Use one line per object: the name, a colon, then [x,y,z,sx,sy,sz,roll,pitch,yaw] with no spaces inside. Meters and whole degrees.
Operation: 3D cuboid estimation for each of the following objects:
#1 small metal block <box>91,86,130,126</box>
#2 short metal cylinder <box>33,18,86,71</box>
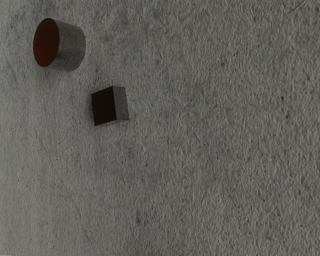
small metal block: [-0.075,-0.032,0.465,0.050,0.025,0.050,-13,82,39]
short metal cylinder: [-0.172,-0.140,0.527,0.080,0.050,0.079,0,90,39]
